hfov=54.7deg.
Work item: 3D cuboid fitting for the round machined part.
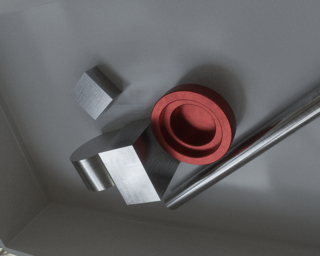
[{"bbox_3d":[0.042,-0.008,0.370,0.098,0.042,0.097,13,124,20],"label":"round machined part"}]

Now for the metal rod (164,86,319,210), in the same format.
[{"bbox_3d":[0.100,0.031,0.374,0.025,0.025,0.299,44,129,-3],"label":"metal rod"}]

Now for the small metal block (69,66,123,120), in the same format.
[{"bbox_3d":[-0.088,-0.047,0.424,0.050,0.025,0.050,45,129,-4],"label":"small metal block"}]

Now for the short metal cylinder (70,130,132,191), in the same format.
[{"bbox_3d":[-0.079,0.045,0.441,0.080,0.080,0.050,-13,112,33],"label":"short metal cylinder"}]

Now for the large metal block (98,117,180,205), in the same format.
[{"bbox_3d":[-0.023,0.041,0.406,0.050,0.080,0.080,-15,111,28],"label":"large metal block"}]
